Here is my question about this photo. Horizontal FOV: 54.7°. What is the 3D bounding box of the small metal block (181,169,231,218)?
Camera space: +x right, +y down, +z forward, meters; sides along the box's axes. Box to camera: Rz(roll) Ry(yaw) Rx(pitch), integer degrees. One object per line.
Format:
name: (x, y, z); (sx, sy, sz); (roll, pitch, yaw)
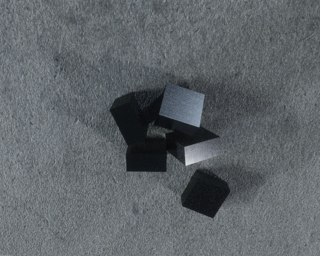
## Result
small metal block: (0.064, 0.095, 0.445); (0.050, 0.025, 0.050); (24, 108, -9)

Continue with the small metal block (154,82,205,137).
small metal block: (0.025, -0.023, 0.386); (0.050, 0.050, 0.025); (17, 148, -6)

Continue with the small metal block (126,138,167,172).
small metal block: (-0.017, 0.035, 0.409); (0.050, 0.050, 0.025); (1, 110, 0)

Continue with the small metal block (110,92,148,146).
small metal block: (-0.038, -0.013, 0.391); (0.025, 0.050, 0.050); (-22, 109, 8)

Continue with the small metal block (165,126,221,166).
small metal block: (0.041, 0.020, 0.395); (0.050, 0.050, 0.025); (-14, 113, -22)
